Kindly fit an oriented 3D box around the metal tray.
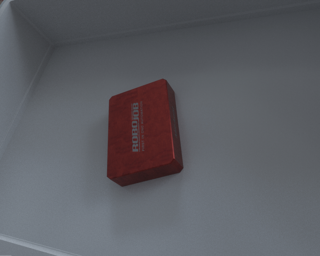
[{"bbox_3d":[-0.023,0.004,0.411,0.090,0.030,0.130,-17,55,18],"label":"metal tray"}]
